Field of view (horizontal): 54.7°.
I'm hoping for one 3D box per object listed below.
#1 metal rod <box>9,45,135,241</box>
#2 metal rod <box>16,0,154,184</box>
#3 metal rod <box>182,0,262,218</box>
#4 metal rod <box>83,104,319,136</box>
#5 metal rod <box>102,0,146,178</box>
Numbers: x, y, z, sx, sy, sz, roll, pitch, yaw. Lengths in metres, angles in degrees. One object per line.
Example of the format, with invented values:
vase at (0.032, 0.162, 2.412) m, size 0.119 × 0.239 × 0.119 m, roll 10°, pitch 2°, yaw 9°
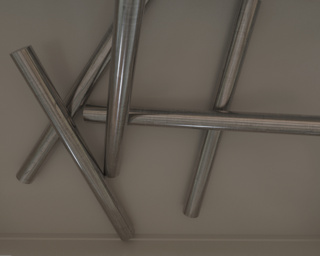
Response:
metal rod at (-0.101, 0.038, 0.403) m, size 0.025 × 0.025 × 0.299 m, roll -19°, pitch 117°, yaw 6°
metal rod at (-0.102, -0.044, 0.393) m, size 0.025 × 0.025 × 0.299 m, roll 34°, pitch 106°, yaw -12°
metal rod at (0.075, -0.012, 0.408) m, size 0.025 × 0.025 × 0.298 m, roll 11°, pitch 110°, yaw -4°
metal rod at (0.054, -0.010, 0.384) m, size 0.302 × 0.025 × 0.025 m, roll 3°, pitch 110°, yaw 8°
metal rod at (-0.042, -0.040, 0.328) m, size 0.025 × 0.025 × 0.298 m, roll 10°, pitch 136°, yaw -4°
